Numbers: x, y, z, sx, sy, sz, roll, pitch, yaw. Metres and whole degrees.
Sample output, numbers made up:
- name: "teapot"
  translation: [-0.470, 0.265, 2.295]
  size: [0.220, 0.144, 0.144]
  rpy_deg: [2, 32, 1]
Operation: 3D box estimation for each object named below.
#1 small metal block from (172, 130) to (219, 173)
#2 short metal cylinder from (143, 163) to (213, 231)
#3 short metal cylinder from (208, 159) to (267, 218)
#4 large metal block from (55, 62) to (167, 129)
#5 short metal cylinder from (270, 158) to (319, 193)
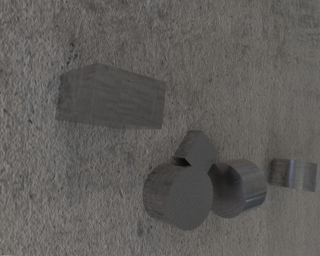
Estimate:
- name: "small metal block"
  translation: [0.053, 0.039, 0.449]
  size: [0.050, 0.025, 0.050]
  rpy_deg: [50, 61, -29]
- name: "short metal cylinder"
  translation: [0.024, 0.089, 0.409]
  size: [0.081, 0.050, 0.080]
  rpy_deg: [0, 90, -40]
- name: "short metal cylinder"
  translation: [0.109, 0.088, 0.460]
  size: [0.050, 0.080, 0.079]
  rpy_deg: [-3, 92, -40]
- name: "large metal block"
  translation: [-0.052, -0.028, 0.325]
  size: [0.081, 0.080, 0.050]
  rpy_deg: [9, 84, -40]
- name: "short metal cylinder"
  translation: [0.250, 0.088, 0.579]
  size: [0.081, 0.080, 0.050]
  rpy_deg: [16, 80, -39]
